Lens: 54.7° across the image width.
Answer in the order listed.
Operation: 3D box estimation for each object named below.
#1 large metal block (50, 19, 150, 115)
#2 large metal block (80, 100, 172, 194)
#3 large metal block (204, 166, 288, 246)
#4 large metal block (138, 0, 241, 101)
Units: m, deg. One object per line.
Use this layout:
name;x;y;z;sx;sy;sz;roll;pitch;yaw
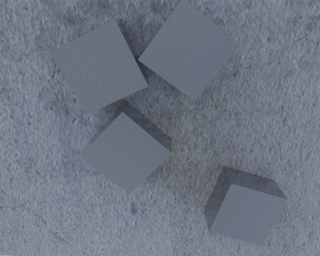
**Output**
large metal block;-0.067;-0.074;0.368;0.080;0.050;0.080;-24;109;8
large metal block;-0.042;0.025;0.405;0.080;0.050;0.080;41;105;-14
large metal block;0.118;0.110;0.439;0.080;0.050;0.079;17;109;-7
large metal block;0.032;-0.092;0.363;0.080;0.050;0.080;35;106;-12
